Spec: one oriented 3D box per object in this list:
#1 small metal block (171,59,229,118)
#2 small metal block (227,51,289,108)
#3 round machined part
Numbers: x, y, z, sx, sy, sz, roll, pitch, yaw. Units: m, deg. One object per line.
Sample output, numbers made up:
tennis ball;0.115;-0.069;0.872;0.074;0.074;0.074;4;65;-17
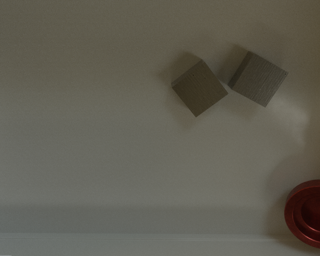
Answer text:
small metal block;0.050;-0.050;0.394;0.050;0.025;0.050;-37;106;12
small metal block;0.122;-0.062;0.390;0.050;0.025;0.050;26;108;-10
round machined part;0.229;0.117;0.436;0.098;0.042;0.097;8;110;23
